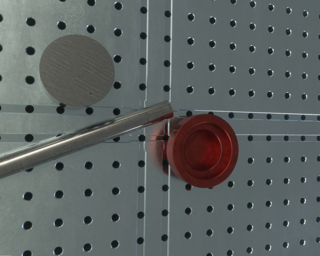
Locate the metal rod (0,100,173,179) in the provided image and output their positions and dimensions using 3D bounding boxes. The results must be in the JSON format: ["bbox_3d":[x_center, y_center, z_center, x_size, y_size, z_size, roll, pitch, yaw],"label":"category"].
[{"bbox_3d":[-0.122,0.023,0.367,0.302,0.025,0.025,-20,97,-19],"label":"metal rod"}]

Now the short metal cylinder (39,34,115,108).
[{"bbox_3d":[-0.098,-0.063,0.363,0.081,0.050,0.079,0,90,-20],"label":"short metal cylinder"}]

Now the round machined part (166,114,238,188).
[{"bbox_3d":[0.054,0.030,0.425,0.099,0.042,0.097,0,90,-20],"label":"round machined part"}]
